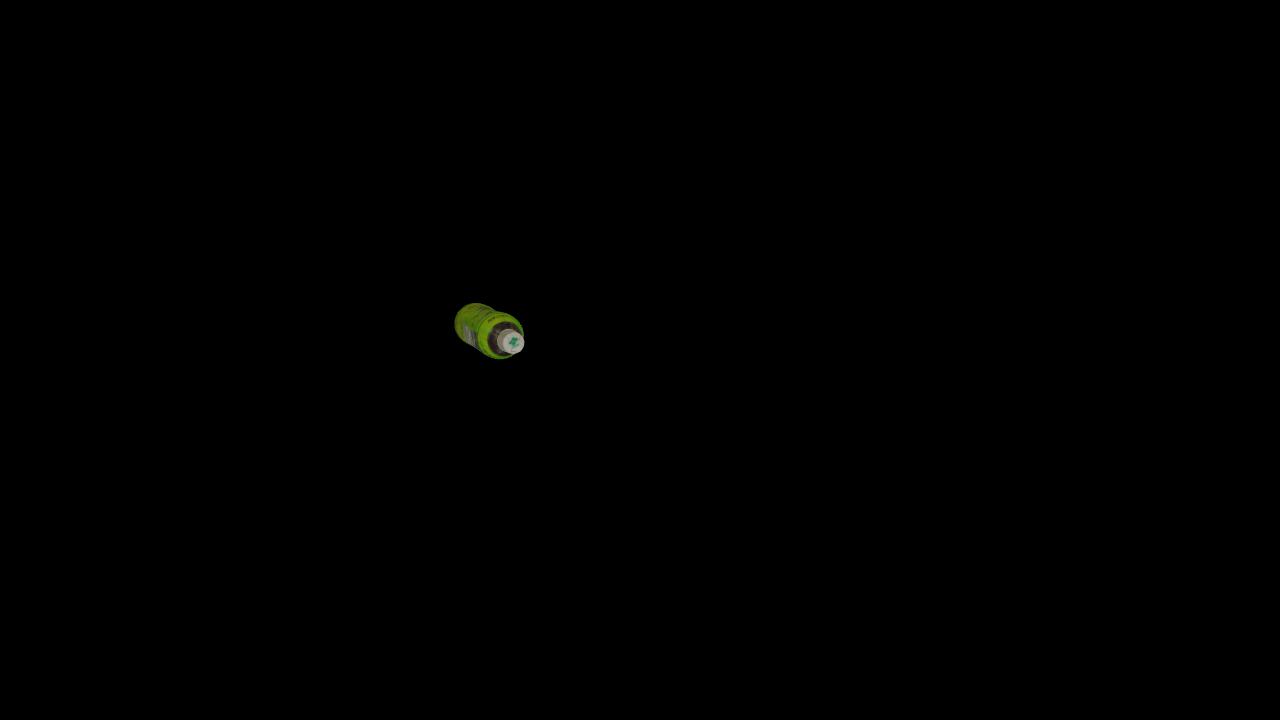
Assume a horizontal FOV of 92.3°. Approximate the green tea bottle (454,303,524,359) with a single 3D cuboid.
[{"bbox_3d":[-0.220,-0.040,0.914,0.073,0.073,0.212,0,12,-29],"label":"green tea bottle"}]
